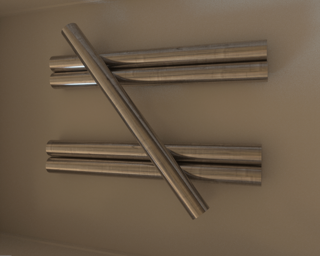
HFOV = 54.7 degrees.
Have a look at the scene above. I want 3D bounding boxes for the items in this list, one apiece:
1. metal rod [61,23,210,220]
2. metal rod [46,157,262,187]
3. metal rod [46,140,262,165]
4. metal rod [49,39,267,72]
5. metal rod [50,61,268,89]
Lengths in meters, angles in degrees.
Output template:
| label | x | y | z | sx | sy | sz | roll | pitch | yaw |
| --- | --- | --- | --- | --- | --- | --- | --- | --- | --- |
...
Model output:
| label | x | y | z | sx | sy | sz | roll | pitch | yaw |
| --- | --- | --- | --- | --- | --- | --- | --- | --- | --- |
| metal rod | -0.038 | -0.017 | 0.396 | 0.025 | 0.025 | 0.299 | -40 | 78 | 16 |
| metal rod | -0.022 | 0.056 | 0.416 | 0.301 | 0.025 | 0.025 | 0 | 90 | 19 |
| metal rod | -0.021 | 0.031 | 0.416 | 0.301 | 0.025 | 0.025 | 0 | 90 | 19 |
| metal rod | -0.016 | -0.093 | 0.414 | 0.301 | 0.025 | 0.025 | 1 | 90 | 19 |
| metal rod | -0.015 | -0.069 | 0.414 | 0.301 | 0.025 | 0.025 | 1 | 90 | 19 |
